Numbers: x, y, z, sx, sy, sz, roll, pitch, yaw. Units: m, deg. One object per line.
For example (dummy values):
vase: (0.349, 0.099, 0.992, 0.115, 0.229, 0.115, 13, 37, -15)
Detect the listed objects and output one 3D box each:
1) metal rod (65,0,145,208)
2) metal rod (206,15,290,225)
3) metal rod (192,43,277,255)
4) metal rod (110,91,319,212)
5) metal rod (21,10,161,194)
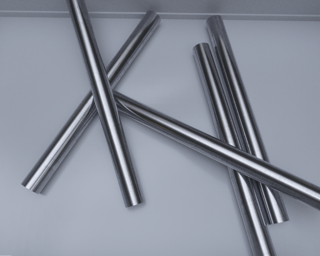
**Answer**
metal rod: (-0.075, -0.047, 0.400, 0.025, 0.025, 0.299, -17, 80, -6)
metal rod: (0.112, -0.025, 0.419, 0.025, 0.025, 0.299, -11, 70, -4)
metal rod: (0.091, 0.020, 0.402, 0.025, 0.025, 0.299, -12, 70, -4)
metal rod: (0.063, 0.023, 0.379, 0.301, 0.025, 0.025, 26, 72, 17)
metal rod: (-0.085, -0.047, 0.425, 0.025, 0.025, 0.300, 29, 72, 10)
